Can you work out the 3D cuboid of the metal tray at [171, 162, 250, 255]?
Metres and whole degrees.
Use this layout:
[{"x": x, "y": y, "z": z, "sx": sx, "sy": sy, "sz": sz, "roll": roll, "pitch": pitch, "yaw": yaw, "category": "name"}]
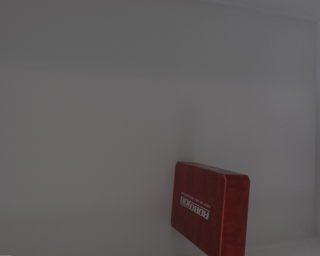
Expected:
[{"x": 0.054, "y": 0.092, "z": 0.375, "sx": 0.030, "sy": 0.130, "sz": 0.090, "roll": 5, "pitch": 88, "yaw": -20, "category": "metal tray"}]
